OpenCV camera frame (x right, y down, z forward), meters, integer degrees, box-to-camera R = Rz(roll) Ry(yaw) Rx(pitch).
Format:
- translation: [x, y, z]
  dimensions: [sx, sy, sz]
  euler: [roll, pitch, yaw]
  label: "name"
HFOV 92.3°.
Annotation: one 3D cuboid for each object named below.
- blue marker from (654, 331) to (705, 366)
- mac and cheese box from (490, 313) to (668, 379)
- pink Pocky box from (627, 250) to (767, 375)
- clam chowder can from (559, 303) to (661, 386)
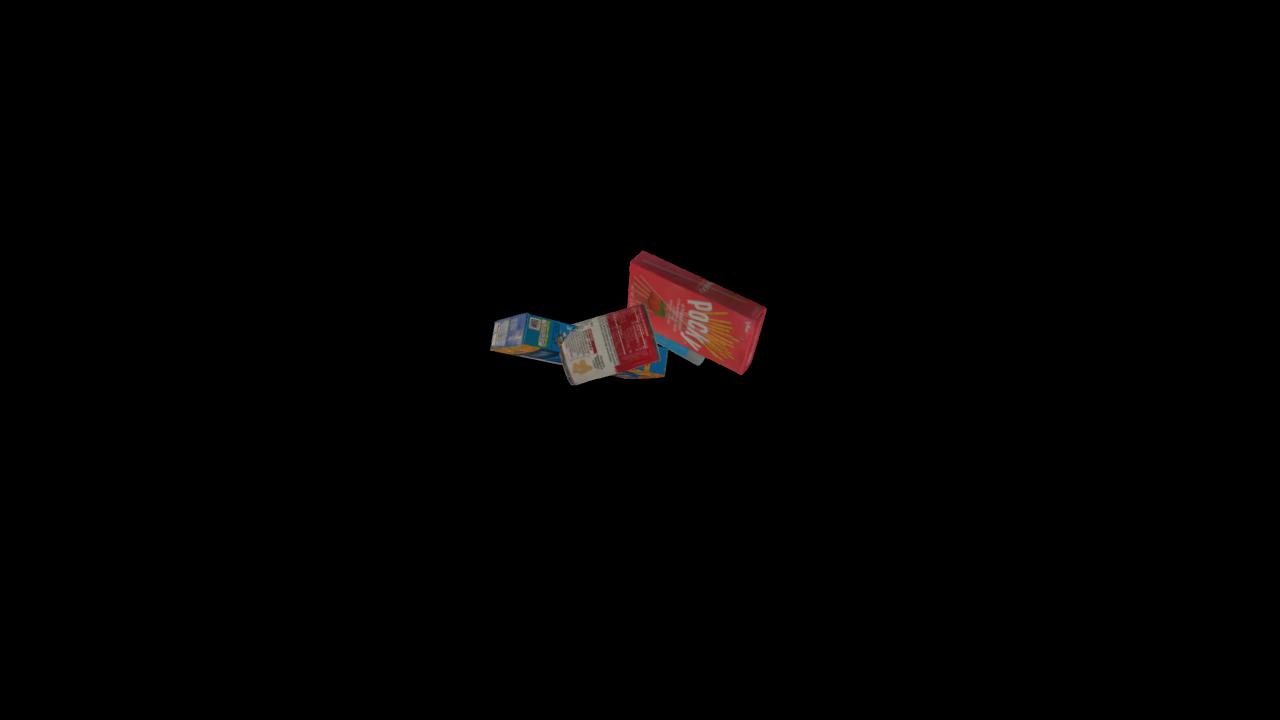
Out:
- translation: [0.024, -0.028, 0.735]
  dimensions: [0.121, 0.020, 0.020]
  euler: [29, 14, 27]
  label: "blue marker"
- translation: [-0.068, -0.012, 0.705]
  dimensions: [0.184, 0.041, 0.093]
  euler: [13, -11, -33]
  label: "mac and cheese box"
- translation: [0.056, -0.051, 0.666]
  dimensions: [0.155, 0.084, 0.029]
  euler: [28, 51, 20]
  label: "pink Pocky box"
- translation: [-0.035, -0.017, 0.671]
  dimensions: [0.102, 0.068, 0.068]
  euler: [-16, 0, -1]
  label: "clam chowder can"
